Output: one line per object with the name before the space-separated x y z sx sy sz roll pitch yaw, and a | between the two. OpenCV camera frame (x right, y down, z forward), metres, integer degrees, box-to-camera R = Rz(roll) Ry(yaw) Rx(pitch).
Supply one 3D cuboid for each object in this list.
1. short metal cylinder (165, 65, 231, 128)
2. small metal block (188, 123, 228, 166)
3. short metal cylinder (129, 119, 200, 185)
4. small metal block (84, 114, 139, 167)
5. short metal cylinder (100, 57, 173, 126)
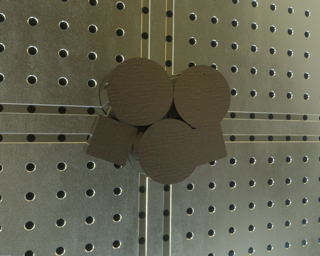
short metal cylinder | 0.046 -0.040 0.412 0.081 0.050 0.079 0 90 -20
small metal block | 0.061 0.022 0.432 0.050 0.025 0.050 -15 95 -20
short metal cylinder | 0.004 0.028 0.397 0.081 0.050 0.079 0 90 -20
small metal block | -0.061 0.016 0.386 0.050 0.025 0.050 22 83 -19
short metal cylinder | -0.030 -0.043 0.384 0.081 0.050 0.079 0 90 -20
